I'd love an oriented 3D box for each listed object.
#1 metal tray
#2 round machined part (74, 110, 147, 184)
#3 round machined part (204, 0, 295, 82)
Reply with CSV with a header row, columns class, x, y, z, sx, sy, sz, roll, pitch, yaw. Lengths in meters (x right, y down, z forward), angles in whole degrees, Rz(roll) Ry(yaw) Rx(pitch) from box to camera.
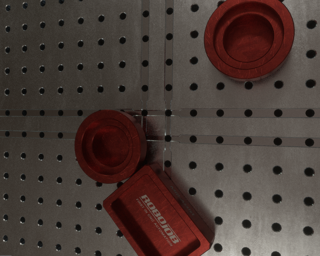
class,x,y,z,sx,sy,sz,roll,pitch,yaw
metal tray,-0.004,0.122,0.410,0.090,0.030,0.130,-42,77,14
round machined part,-0.063,0.024,0.425,0.098,0.042,0.097,0,90,19
round machined part,0.105,-0.103,0.366,0.098,0.042,0.097,0,90,19
